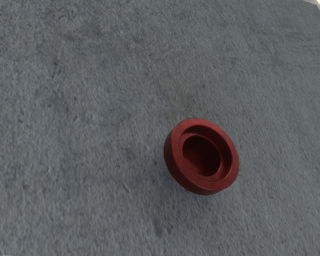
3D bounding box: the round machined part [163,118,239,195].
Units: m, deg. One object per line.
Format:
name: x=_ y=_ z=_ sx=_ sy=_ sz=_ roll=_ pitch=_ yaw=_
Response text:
round machined part: x=0.049 y=0.039 z=0.397 sx=0.099 sy=0.042 sz=0.098 roll=14 pitch=56 yaw=-21
